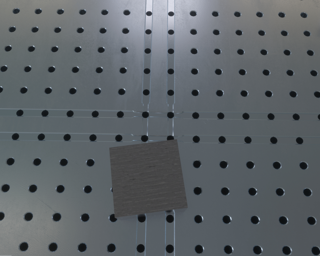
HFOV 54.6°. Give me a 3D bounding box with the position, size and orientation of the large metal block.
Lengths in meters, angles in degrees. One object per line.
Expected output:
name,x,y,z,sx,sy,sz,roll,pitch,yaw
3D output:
large metal block,-0.014,0.064,0.375,0.080,0.050,0.080,-7,70,-3
